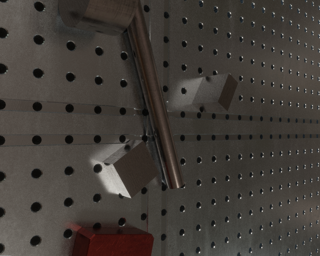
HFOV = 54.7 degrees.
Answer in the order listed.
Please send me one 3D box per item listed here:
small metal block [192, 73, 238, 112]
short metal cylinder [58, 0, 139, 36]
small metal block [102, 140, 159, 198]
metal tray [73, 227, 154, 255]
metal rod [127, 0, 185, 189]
[{"bbox_3d":[0.082,-0.052,0.464,0.025,0.050,0.050,38,67,-34],"label":"small metal block"},{"bbox_3d":[-0.065,-0.140,0.320,0.050,0.080,0.079,-1,91,-40],"label":"short metal cylinder"},{"bbox_3d":[-0.035,0.049,0.382,0.050,0.025,0.050,-38,114,-34],"label":"small metal block"},{"bbox_3d":[-0.061,0.185,0.357,0.091,0.030,0.129,17,79,-39],"label":"metal tray"},{"bbox_3d":[-0.013,-0.063,0.399,0.025,0.025,0.298,-23,105,-38],"label":"metal rod"}]
